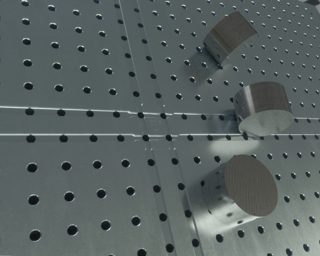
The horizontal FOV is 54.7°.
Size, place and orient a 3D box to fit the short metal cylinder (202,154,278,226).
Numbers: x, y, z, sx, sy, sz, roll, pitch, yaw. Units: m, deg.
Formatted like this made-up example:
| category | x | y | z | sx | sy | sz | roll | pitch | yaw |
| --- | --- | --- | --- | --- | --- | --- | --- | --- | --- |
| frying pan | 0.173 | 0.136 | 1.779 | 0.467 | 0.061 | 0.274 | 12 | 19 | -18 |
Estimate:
| category | x | y | z | sx | sy | sz | roll | pitch | yaw |
| --- | --- | --- | --- | --- | --- | --- | --- | --- | --- |
| short metal cylinder | 0.103 | 0.081 | 0.400 | 0.081 | 0.050 | 0.080 | 14 | 56 | -21 |

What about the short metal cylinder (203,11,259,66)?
| category | x | y | z | sx | sy | sz | roll | pitch | yaw |
| --- | --- | --- | --- | --- | --- | --- | --- | --- | --- |
| short metal cylinder | 0.121 | -0.152 | 0.534 | 0.081 | 0.080 | 0.050 | -32 | 80 | -38 |

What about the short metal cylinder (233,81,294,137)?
| category | x | y | z | sx | sy | sz | roll | pitch | yaw |
| --- | --- | --- | --- | --- | --- | --- | --- | --- | --- |
| short metal cylinder | 0.158 | -0.027 | 0.477 | 0.081 | 0.080 | 0.050 | 11 | 57 | -23 |
